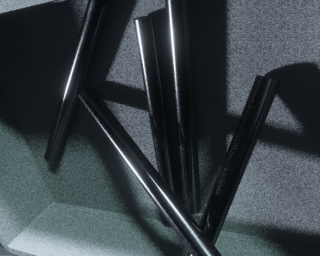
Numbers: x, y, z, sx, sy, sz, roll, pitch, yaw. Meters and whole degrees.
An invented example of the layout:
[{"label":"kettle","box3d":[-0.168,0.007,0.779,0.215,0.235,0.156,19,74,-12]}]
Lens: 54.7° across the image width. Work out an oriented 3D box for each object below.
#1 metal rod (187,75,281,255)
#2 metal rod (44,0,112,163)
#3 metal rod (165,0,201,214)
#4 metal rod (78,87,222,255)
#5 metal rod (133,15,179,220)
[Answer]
[{"label":"metal rod","box3d":[0.066,0.087,0.350,0.025,0.025,0.298,22,102,15]},{"label":"metal rod","box3d":[-0.128,-0.048,0.446,0.025,0.025,0.298,35,129,5]},{"label":"metal rod","box3d":[0.032,-0.012,0.384,0.025,0.025,0.298,7,122,24]},{"label":"metal rod","box3d":[-0.016,0.057,0.375,0.300,0.025,0.025,50,133,24]},{"label":"metal rod","box3d":[0.002,0.008,0.412,0.025,0.025,0.298,6,121,25]}]
